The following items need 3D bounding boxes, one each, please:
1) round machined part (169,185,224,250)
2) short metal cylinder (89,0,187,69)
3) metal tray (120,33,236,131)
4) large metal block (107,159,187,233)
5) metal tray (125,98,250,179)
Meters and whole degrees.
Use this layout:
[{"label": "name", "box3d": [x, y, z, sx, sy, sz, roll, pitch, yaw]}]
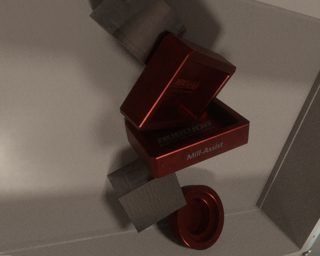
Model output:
[{"label": "round machined part", "box3d": [0.054, 0.141, 0.496, 0.099, 0.042, 0.098, 8, 77, -35]}, {"label": "short metal cylinder", "box3d": [-0.020, -0.100, 0.301, 0.050, 0.080, 0.080, -49, 129, 6]}, {"label": "metal tray", "box3d": [0.026, -0.044, 0.334, 0.090, 0.030, 0.131, -55, 157, 21]}, {"label": "large metal block", "box3d": [-0.017, 0.088, 0.440, 0.080, 0.050, 0.080, -28, 128, -11]}, {"label": "metal tray", "box3d": [0.033, 0.005, 0.388, 0.131, 0.090, 0.030, -19, 126, -18]}]
